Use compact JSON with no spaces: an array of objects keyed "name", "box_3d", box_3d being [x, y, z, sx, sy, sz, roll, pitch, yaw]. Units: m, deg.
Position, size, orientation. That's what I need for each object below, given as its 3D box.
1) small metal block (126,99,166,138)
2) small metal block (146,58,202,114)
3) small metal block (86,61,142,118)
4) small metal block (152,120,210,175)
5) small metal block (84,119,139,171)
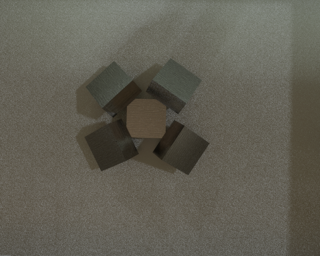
[{"name":"small metal block","box_3d":[-0.017,-0.012,0.409,0.050,0.025,0.050,2,90,0]},{"name":"small metal block","box_3d":[0.018,-0.054,0.397,0.050,0.025,0.050,35,53,-1]},{"name":"small metal block","box_3d":[-0.059,-0.050,0.396,0.050,0.025,0.050,-42,53,0]},{"name":"small metal block","box_3d":[0.027,0.026,0.398,0.050,0.025,0.050,34,90,-35]},{"name":"small metal block","box_3d":[-0.062,0.022,0.397,0.050,0.025,0.050,-26,90,37]}]
